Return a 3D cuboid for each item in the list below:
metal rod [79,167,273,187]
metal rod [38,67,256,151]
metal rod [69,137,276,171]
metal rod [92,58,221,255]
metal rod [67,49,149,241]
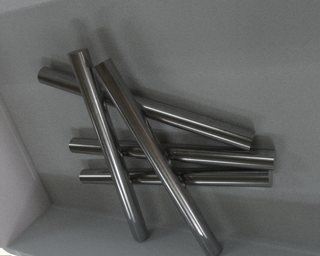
[{"bbox_3d":[0.003,0.070,0.447,0.300,0.025,0.025,-5,116,30],"label":"metal rod"},{"bbox_3d":[-0.030,-0.030,0.402,0.301,0.025,0.025,18,126,17],"label":"metal rod"},{"bbox_3d":[-0.001,0.032,0.425,0.301,0.025,0.025,2,119,26],"label":"metal rod"},{"bbox_3d":[0.003,0.049,0.401,0.025,0.025,0.299,-19,109,35],"label":"metal rod"},{"bbox_3d":[-0.064,0.040,0.430,0.025,0.025,0.298,0,119,28],"label":"metal rod"}]
